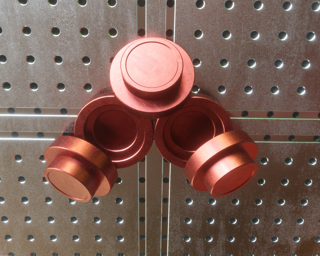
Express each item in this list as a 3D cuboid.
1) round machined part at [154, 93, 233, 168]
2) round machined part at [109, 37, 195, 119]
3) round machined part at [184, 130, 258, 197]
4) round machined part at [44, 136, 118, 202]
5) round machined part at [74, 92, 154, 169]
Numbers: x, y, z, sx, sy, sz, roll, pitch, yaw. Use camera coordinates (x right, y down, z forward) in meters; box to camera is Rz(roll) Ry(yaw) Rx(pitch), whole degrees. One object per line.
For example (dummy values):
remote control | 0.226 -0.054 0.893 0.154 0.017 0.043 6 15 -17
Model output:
round machined part | 0.042 0.001 0.405 0.099 0.042 0.097 0 110 -1
round machined part | -0.009 -0.063 0.354 0.099 0.042 0.098 0 72 -1
round machined part | 0.084 0.052 0.396 0.099 0.042 0.097 -20 143 -16
round machined part | -0.108 0.059 0.400 0.098 0.042 0.097 16 139 15
round machined part | -0.057 0.000 0.403 0.099 0.042 0.097 0 110 -1
